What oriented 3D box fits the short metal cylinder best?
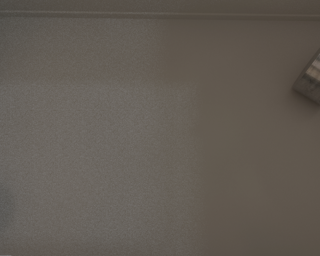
[{"bbox_3d":[0.221,-0.073,0.409,0.050,0.080,0.080,35,74,12],"label":"short metal cylinder"}]
